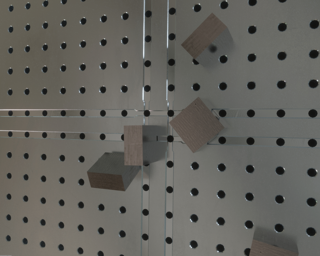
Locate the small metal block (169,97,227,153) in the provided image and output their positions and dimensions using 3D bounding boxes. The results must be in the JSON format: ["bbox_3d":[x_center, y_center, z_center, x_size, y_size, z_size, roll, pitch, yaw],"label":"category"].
[{"bbox_3d":[0.049,-0.004,0.396,0.050,0.025,0.050,-41,77,15],"label":"small metal block"}]

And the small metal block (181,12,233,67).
[{"bbox_3d":[0.059,-0.105,0.379,0.050,0.050,0.025,-44,76,15],"label":"small metal block"}]

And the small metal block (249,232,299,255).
[{"bbox_3d":[0.131,0.159,0.366,0.050,0.025,0.050,13,94,19],"label":"small metal block"}]

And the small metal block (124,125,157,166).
[{"bbox_3d":[-0.025,0.022,0.408,0.025,0.050,0.050,-1,90,20],"label":"small metal block"}]

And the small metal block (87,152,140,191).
[{"bbox_3d":[-0.061,0.058,0.418,0.050,0.050,0.025,2,117,20],"label":"small metal block"}]
